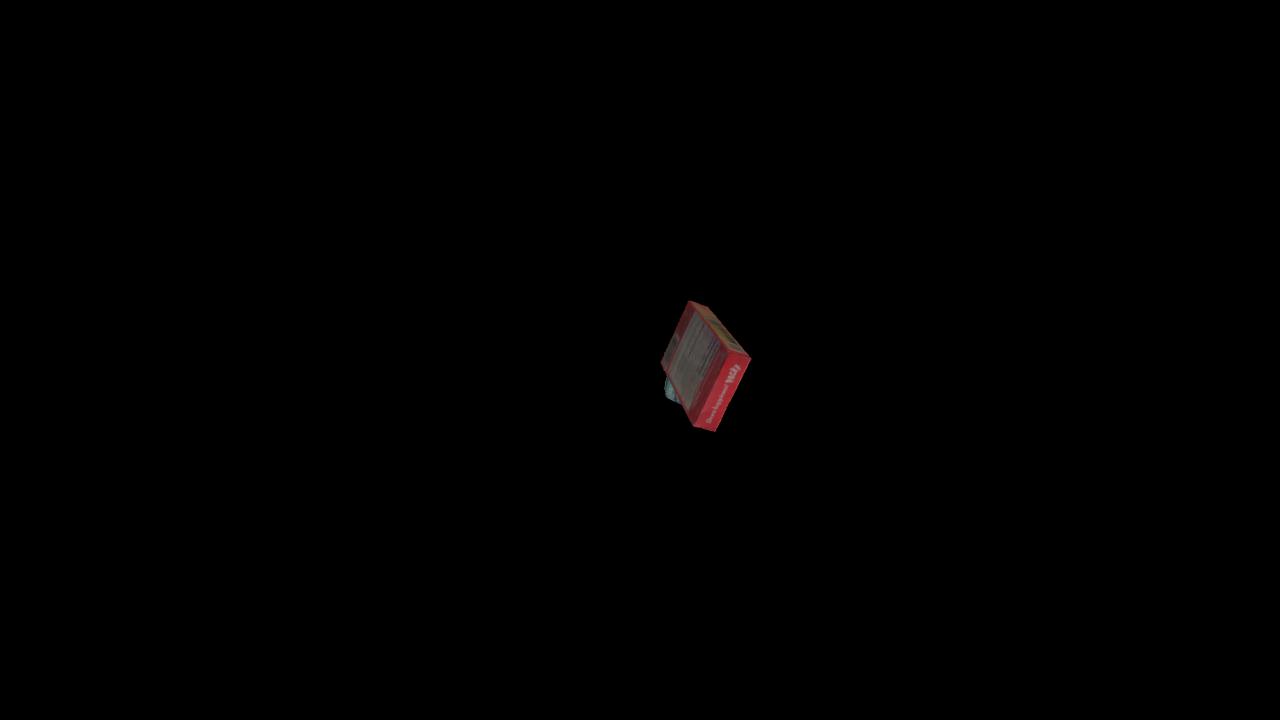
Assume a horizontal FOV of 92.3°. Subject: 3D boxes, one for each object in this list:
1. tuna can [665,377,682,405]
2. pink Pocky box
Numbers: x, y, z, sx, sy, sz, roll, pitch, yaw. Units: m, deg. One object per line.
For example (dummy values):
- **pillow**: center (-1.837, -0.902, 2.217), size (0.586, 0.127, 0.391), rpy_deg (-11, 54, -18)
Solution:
- **tuna can**: center (0.064, 0.015, 0.753), size (0.034, 0.084, 0.084), rpy_deg (25, 9, 20)
- **pink Pocky box**: center (0.064, 0.001, 0.643), size (0.029, 0.084, 0.155), rpy_deg (18, 19, -17)
